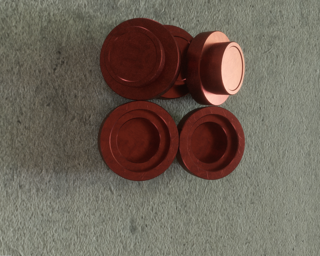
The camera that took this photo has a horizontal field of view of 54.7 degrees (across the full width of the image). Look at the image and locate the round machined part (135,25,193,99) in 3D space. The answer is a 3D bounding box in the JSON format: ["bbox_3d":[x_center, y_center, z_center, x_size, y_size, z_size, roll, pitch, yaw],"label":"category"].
[{"bbox_3d":[0.014,-0.087,0.407,0.099,0.042,0.097,0,90,-21],"label":"round machined part"}]

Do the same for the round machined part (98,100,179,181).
[{"bbox_3d":[-0.030,0.015,0.391,0.099,0.042,0.097,0,90,-21],"label":"round machined part"}]

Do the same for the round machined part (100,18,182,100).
[{"bbox_3d":[-0.026,-0.082,0.367,0.098,0.042,0.097,1,93,13],"label":"round machined part"}]

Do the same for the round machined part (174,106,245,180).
[{"bbox_3d":[0.063,0.019,0.426,0.099,0.042,0.097,0,90,-21],"label":"round machined part"}]

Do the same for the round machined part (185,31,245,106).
[{"bbox_3d":[0.078,-0.078,0.408,0.099,0.042,0.097,-11,104,-50],"label":"round machined part"}]
